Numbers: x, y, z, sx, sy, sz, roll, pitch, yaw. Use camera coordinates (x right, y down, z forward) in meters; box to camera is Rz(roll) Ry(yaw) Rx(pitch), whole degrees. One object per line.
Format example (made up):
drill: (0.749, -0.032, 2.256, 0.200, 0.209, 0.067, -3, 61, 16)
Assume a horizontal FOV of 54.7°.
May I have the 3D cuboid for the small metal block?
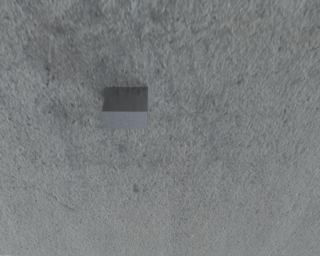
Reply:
small metal block: (-0.040, -0.025, 0.369, 0.050, 0.050, 0.025, 0, 130, -1)
